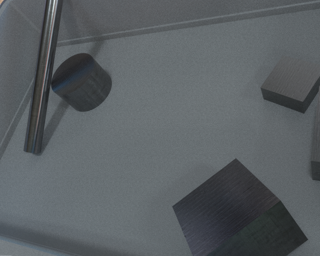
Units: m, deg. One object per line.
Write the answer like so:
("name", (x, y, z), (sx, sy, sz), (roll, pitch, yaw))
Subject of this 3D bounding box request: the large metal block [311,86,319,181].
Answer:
("large metal block", (0.189, 0.008, 0.286), (0.080, 0.050, 0.080), (5, 64, 30))

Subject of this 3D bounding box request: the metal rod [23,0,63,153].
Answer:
("metal rod", (-0.176, -0.109, 0.478), (0.025, 0.025, 0.298), (13, 95, 33))

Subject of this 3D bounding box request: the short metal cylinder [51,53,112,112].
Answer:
("short metal cylinder", (-0.125, -0.073, 0.498), (0.080, 0.050, 0.080), (-13, 56, 20))

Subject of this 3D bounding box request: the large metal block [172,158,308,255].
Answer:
("large metal block", (0.066, 0.085, 0.281), (0.080, 0.050, 0.080), (-38, 21, 2))

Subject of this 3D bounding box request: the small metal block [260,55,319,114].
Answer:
("small metal block", (0.153, -0.051, 0.356), (0.050, 0.025, 0.050), (29, 77, 37))
